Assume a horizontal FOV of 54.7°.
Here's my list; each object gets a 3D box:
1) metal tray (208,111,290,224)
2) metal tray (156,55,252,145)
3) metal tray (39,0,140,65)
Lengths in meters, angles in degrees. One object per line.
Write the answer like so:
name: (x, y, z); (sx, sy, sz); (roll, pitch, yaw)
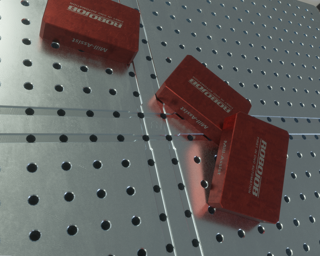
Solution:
metal tray: (0.122, 0.053, 0.417); (0.091, 0.030, 0.130); (21, 71, -17)
metal tray: (0.069, -0.042, 0.470); (0.130, 0.030, 0.090); (38, 51, -3)
metal tray: (-0.096, -0.151, 0.447); (0.131, 0.030, 0.090); (13, 56, -21)
